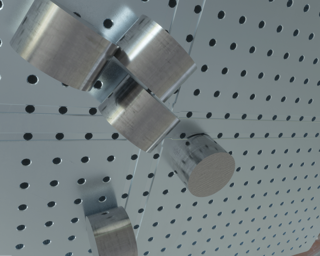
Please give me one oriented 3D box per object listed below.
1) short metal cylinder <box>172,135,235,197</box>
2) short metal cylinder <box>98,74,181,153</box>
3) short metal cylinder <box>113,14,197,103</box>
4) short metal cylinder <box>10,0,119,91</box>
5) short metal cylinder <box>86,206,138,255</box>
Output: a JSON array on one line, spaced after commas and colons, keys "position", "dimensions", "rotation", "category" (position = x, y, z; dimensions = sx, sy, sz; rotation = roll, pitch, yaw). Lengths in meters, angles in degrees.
[{"position": [0.065, 0.057, 0.468], "dimensions": [0.081, 0.050, 0.079], "rotation": [-14, 124, -21], "category": "short metal cylinder"}, {"position": [-0.023, -0.017, 0.354], "dimensions": [0.050, 0.080, 0.080], "rotation": [-48, 129, 5], "category": "short metal cylinder"}, {"position": [-0.007, -0.072, 0.329], "dimensions": [0.050, 0.080, 0.080], "rotation": [-47, 130, 4], "category": "short metal cylinder"}, {"position": [-0.085, -0.077, 0.282], "dimensions": [0.080, 0.080, 0.050], "rotation": [28, 103, -38], "category": "short metal cylinder"}, {"position": [-0.069, 0.156, 0.436], "dimensions": [0.050, 0.080, 0.079], "rotation": [-12, 124, -22], "category": "short metal cylinder"}]
